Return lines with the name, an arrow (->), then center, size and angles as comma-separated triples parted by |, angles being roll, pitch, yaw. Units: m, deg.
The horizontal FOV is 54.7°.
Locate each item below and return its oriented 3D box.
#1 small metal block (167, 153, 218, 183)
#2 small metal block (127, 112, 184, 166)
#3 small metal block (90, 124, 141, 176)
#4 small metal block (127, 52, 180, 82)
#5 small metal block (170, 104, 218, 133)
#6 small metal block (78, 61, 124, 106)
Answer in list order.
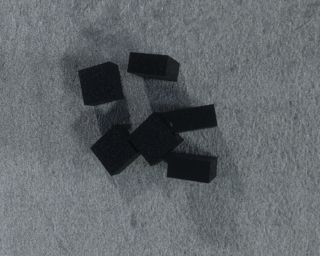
small metal block -> 0.041, 0.048, 0.381 | 0.050, 0.050, 0.025 | 5, 92, 19
small metal block -> -0.006, 0.014, 0.410 | 0.050, 0.025, 0.050 | -44, 77, 14
small metal block -> -0.059, 0.030, 0.429 | 0.050, 0.025, 0.050 | -43, 77, 14
small metal block -> -0.007, -0.078, 0.397 | 0.050, 0.050, 0.025 | 10, 94, 19
small metal block -> 0.040, -0.010, 0.375 | 0.050, 0.050, 0.025 | -9, 87, 5
small metal block -> -0.083, -0.061, 0.437 | 0.050, 0.025, 0.050 | -12, 86, 19
